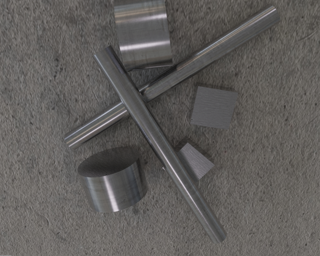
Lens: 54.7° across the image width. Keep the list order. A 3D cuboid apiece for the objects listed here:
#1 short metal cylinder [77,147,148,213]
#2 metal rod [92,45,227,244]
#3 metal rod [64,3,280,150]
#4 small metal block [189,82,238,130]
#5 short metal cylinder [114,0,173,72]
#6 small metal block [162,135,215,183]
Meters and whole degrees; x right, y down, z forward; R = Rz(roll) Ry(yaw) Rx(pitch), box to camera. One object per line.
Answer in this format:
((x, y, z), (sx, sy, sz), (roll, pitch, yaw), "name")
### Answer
((-0.060, 0.065, 0.404), (0.080, 0.080, 0.050), (-11, 110, 4), "short metal cylinder")
((0.009, 0.034, 0.395), (0.025, 0.025, 0.299), (-29, 108, 10), "metal rod")
((0.007, -0.058, 0.388), (0.300, 0.025, 0.025), (-31, 107, 10), "metal rod")
((0.067, -0.029, 0.400), (0.050, 0.025, 0.050), (9, 110, -4), "small metal block")
((-0.016, -0.105, 0.341), (0.050, 0.080, 0.079), (-8, 110, 3), "short metal cylinder")
((0.038, 0.047, 0.428), (0.050, 0.025, 0.050), (40, 105, -14), "small metal block")
